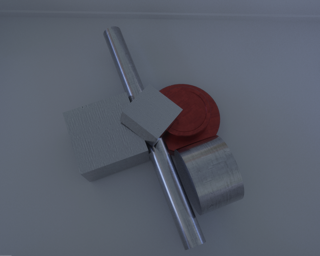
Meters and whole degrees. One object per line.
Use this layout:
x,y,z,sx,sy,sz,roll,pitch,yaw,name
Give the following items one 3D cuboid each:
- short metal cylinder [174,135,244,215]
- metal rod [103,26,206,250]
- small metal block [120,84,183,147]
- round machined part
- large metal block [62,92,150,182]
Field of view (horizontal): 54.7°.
0.055,0.054,0.360,0.050,0.080,0.080,-20,72,-7,short metal cylinder
-0.014,-0.002,0.386,0.025,0.025,0.299,-20,71,-7,metal rod
-0.010,-0.015,0.362,0.050,0.025,0.050,38,63,5,small metal block
0.030,-0.015,0.404,0.099,0.042,0.098,0,70,-1,round machined part
-0.065,0.012,0.387,0.081,0.050,0.080,-19,71,-7,large metal block
